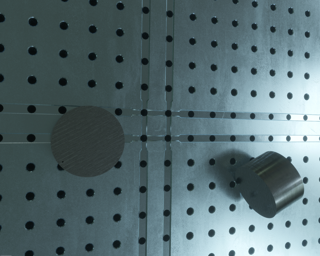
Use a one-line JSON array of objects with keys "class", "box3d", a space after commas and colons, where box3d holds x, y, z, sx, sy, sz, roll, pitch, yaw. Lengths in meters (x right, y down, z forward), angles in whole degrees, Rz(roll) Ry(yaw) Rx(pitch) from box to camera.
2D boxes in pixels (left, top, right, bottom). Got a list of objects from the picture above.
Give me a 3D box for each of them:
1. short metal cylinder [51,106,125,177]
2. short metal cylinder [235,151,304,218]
[{"class": "short metal cylinder", "box3d": [-0.087, 0.015, 0.367, 0.081, 0.050, 0.079, 0, 90, -20]}, {"class": "short metal cylinder", "box3d": [0.154, 0.080, 0.440, 0.050, 0.080, 0.080, -26, 99, -18]}]
